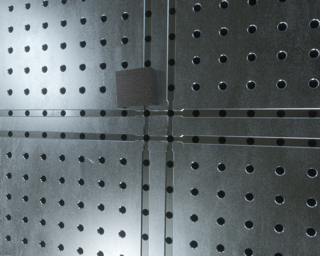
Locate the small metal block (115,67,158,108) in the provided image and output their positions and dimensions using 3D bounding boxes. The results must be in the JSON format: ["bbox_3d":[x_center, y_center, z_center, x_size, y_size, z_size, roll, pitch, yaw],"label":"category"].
[{"bbox_3d":[-0.031,-0.054,0.424,0.050,0.025,0.050,-4,89,20],"label":"small metal block"}]
